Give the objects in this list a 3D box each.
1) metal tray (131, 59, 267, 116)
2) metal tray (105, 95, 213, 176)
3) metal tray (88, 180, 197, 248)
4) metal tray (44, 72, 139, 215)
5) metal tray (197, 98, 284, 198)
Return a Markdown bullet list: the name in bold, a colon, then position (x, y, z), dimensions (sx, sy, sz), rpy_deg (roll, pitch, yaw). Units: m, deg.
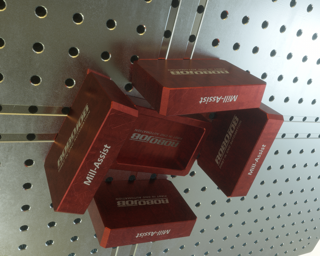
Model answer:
- **metal tray**: position (0.043, -0.051, 0.360), dimensions (0.131, 0.090, 0.030), rpy_deg (-6, 121, -25)
- **metal tray**: position (-0.002, 0.015, 0.414), dimensions (0.131, 0.030, 0.089), rpy_deg (12, 112, -34)
- **metal tray**: position (-0.027, 0.111, 0.423), dimensions (0.131, 0.090, 0.030), rpy_deg (4, 117, -30)
- **metal tray**: position (-0.080, 0.015, 0.334), dimensions (0.030, 0.090, 0.129), rpy_deg (20, 108, -35)
- **metal tray**: position (0.107, 0.021, 0.439), dimensions (0.030, 0.090, 0.129), rpy_deg (4, 116, -31)
